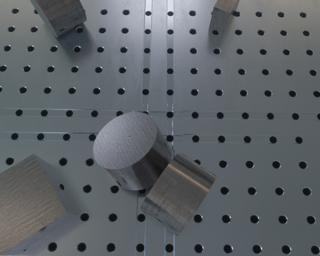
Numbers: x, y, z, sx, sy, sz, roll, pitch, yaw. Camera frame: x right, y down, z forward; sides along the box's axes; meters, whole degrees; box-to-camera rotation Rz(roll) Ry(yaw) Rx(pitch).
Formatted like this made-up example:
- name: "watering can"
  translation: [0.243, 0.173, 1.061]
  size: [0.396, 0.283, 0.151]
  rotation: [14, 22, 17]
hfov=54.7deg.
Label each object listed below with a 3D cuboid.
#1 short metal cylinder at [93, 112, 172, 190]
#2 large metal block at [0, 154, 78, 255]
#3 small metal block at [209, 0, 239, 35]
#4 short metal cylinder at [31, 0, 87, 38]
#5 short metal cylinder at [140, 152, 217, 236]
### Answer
- name: "short metal cylinder"
  translation: [-0.032, 0.027, 0.371]
  size: [0.080, 0.050, 0.080]
  rotation: [-14, 48, 16]
- name: "large metal block"
  translation: [-0.158, 0.090, 0.364]
  size: [0.080, 0.050, 0.080]
  rotation: [-32, 73, -11]
- name: "small metal block"
  translation: [0.098, -0.177, 0.464]
  size: [0.025, 0.050, 0.050]
  rotation: [25, 72, 9]
- name: "short metal cylinder"
  translation: [-0.150, -0.179, 0.447]
  size: [0.050, 0.080, 0.080]
  rotation: [-35, 74, -12]
- name: "short metal cylinder"
  translation: [0.021, 0.074, 0.355]
  size: [0.050, 0.080, 0.080]
  rotation: [34, 73, 10]
